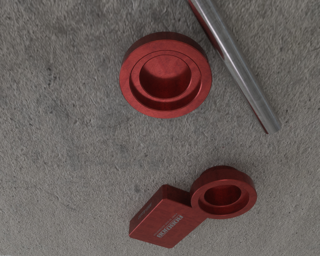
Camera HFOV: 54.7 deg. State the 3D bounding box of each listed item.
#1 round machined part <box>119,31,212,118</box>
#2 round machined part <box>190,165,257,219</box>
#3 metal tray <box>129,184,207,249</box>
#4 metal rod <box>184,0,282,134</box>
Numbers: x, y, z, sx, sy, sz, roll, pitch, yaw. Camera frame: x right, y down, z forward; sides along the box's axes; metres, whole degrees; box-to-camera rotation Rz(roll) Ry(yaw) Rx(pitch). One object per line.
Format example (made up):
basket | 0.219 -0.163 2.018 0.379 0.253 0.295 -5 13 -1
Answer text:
round machined part | 0.006 -0.061 0.344 0.099 0.042 0.097 0 130 0
round machined part | 0.096 0.095 0.478 0.099 0.042 0.097 0 130 0
metal tray | 0.014 0.158 0.538 0.090 0.030 0.129 23 126 -19
metal rod | 0.064 -0.096 0.326 0.025 0.025 0.300 -27 125 21
